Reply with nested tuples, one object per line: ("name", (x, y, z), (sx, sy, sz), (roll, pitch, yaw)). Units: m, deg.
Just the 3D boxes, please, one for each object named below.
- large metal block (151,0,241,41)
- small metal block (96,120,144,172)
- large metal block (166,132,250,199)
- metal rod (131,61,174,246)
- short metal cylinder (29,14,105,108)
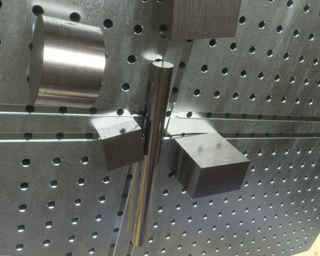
("large metal block", (0.040, -0.142, 0.331), (0.081, 0.050, 0.079), (-10, 123, -24))
("small metal block", (-0.050, 0.022, 0.399), (0.050, 0.025, 0.050), (-16, 125, -20))
("large metal block", (0.066, 0.050, 0.445), (0.081, 0.080, 0.050), (-4, 120, -27))
("metal rod", (-0.015, 0.054, 0.437), (0.025, 0.025, 0.298), (-6, 122, -26))
("short metal cylinder", (-0.090, -0.060, 0.290), (0.050, 0.080, 0.079), (3, 117, -30))
